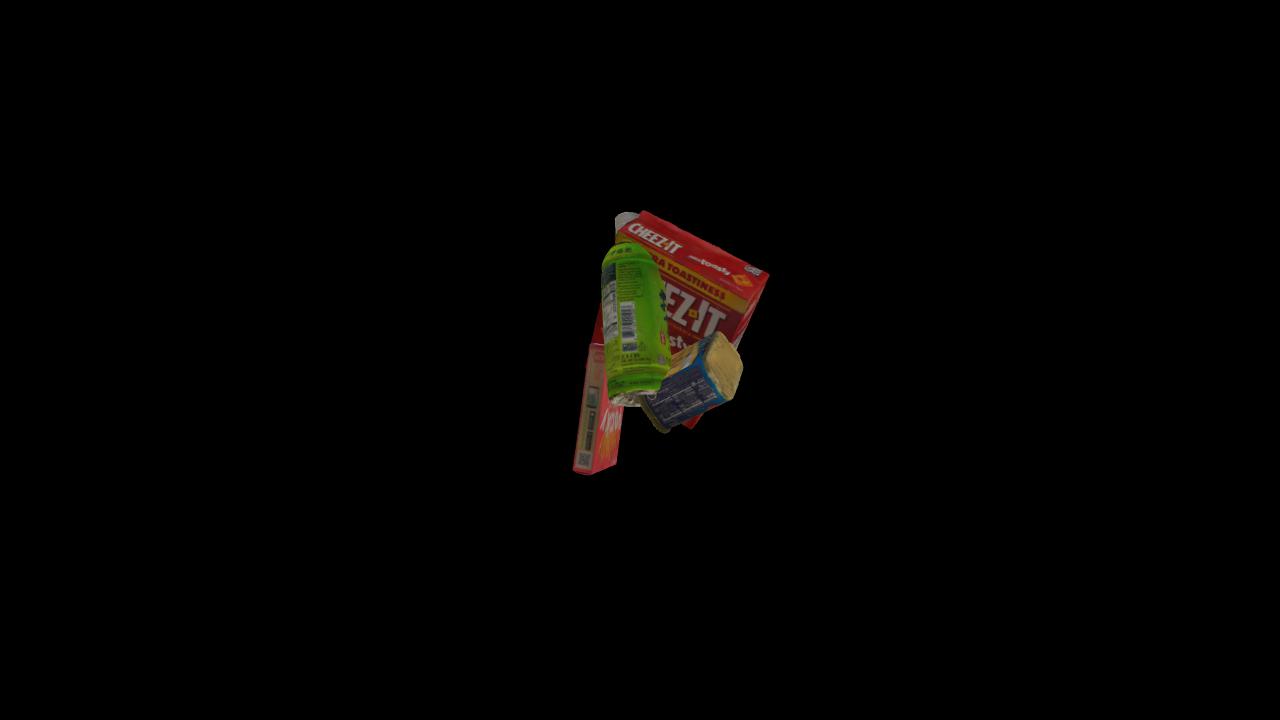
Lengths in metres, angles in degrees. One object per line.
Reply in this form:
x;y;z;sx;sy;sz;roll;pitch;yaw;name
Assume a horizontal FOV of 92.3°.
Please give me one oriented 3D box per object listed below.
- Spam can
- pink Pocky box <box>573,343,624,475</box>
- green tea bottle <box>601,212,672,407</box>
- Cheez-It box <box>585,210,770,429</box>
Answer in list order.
0.055;0.020;0.641;0.085;0.058;0.101;-29;12;26;Spam can
-0.045;0.059;0.756;0.029;0.155;0.084;8;2;18;pink Pocky box
-0.006;-0.059;0.659;0.073;0.212;0.073;-4;-15;-1;green tea bottle
0.035;-0.041;0.732;0.166;0.223;0.071;30;45;12;Cheez-It box
